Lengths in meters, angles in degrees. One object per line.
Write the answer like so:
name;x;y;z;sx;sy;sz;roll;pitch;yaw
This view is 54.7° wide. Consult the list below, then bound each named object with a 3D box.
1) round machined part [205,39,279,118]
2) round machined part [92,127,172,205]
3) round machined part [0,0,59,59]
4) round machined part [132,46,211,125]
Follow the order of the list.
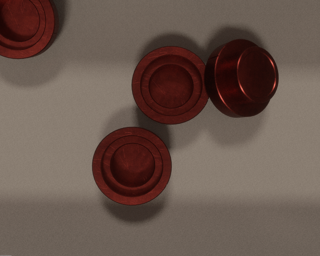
round machined part;0.107;-0.063;0.384;0.099;0.042;0.097;1;87;-29
round machined part;-0.035;0.047;0.403;0.099;0.042;0.097;0;90;-1
round machined part;-0.178;-0.138;0.392;0.099;0.042;0.097;-1;106;-4
round machined part;0.014;-0.053;0.403;0.099;0.042;0.097;0;90;-1
